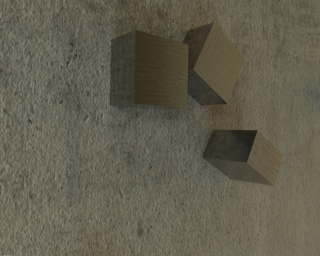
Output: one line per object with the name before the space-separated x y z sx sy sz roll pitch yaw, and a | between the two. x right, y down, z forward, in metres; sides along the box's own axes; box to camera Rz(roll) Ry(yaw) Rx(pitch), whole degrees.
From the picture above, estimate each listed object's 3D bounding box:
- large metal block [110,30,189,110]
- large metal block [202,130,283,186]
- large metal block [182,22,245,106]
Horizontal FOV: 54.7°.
large metal block | -0.012 -0.065 0.378 0.081 0.050 0.080 2 89 -40
large metal block | 0.127 0.044 0.475 0.080 0.080 0.050 37 67 -34
large metal block | 0.068 -0.088 0.445 0.080 0.050 0.080 37 67 -34
